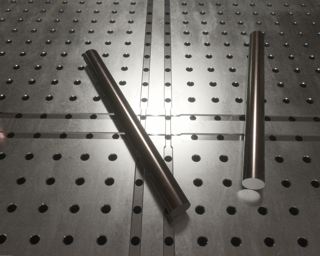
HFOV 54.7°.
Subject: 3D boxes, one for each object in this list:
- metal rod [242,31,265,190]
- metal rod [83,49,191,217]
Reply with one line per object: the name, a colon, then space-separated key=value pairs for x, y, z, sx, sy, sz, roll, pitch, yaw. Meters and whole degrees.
metal rod: x=0.138 y=-0.048 z=0.449 sx=0.025 sy=0.025 sz=0.300 roll=10 pitch=51 yaw=7
metal rod: x=-0.045 y=-0.015 z=0.419 sx=0.025 sy=0.025 sz=0.300 roll=-21 pitch=53 yaw=-17
